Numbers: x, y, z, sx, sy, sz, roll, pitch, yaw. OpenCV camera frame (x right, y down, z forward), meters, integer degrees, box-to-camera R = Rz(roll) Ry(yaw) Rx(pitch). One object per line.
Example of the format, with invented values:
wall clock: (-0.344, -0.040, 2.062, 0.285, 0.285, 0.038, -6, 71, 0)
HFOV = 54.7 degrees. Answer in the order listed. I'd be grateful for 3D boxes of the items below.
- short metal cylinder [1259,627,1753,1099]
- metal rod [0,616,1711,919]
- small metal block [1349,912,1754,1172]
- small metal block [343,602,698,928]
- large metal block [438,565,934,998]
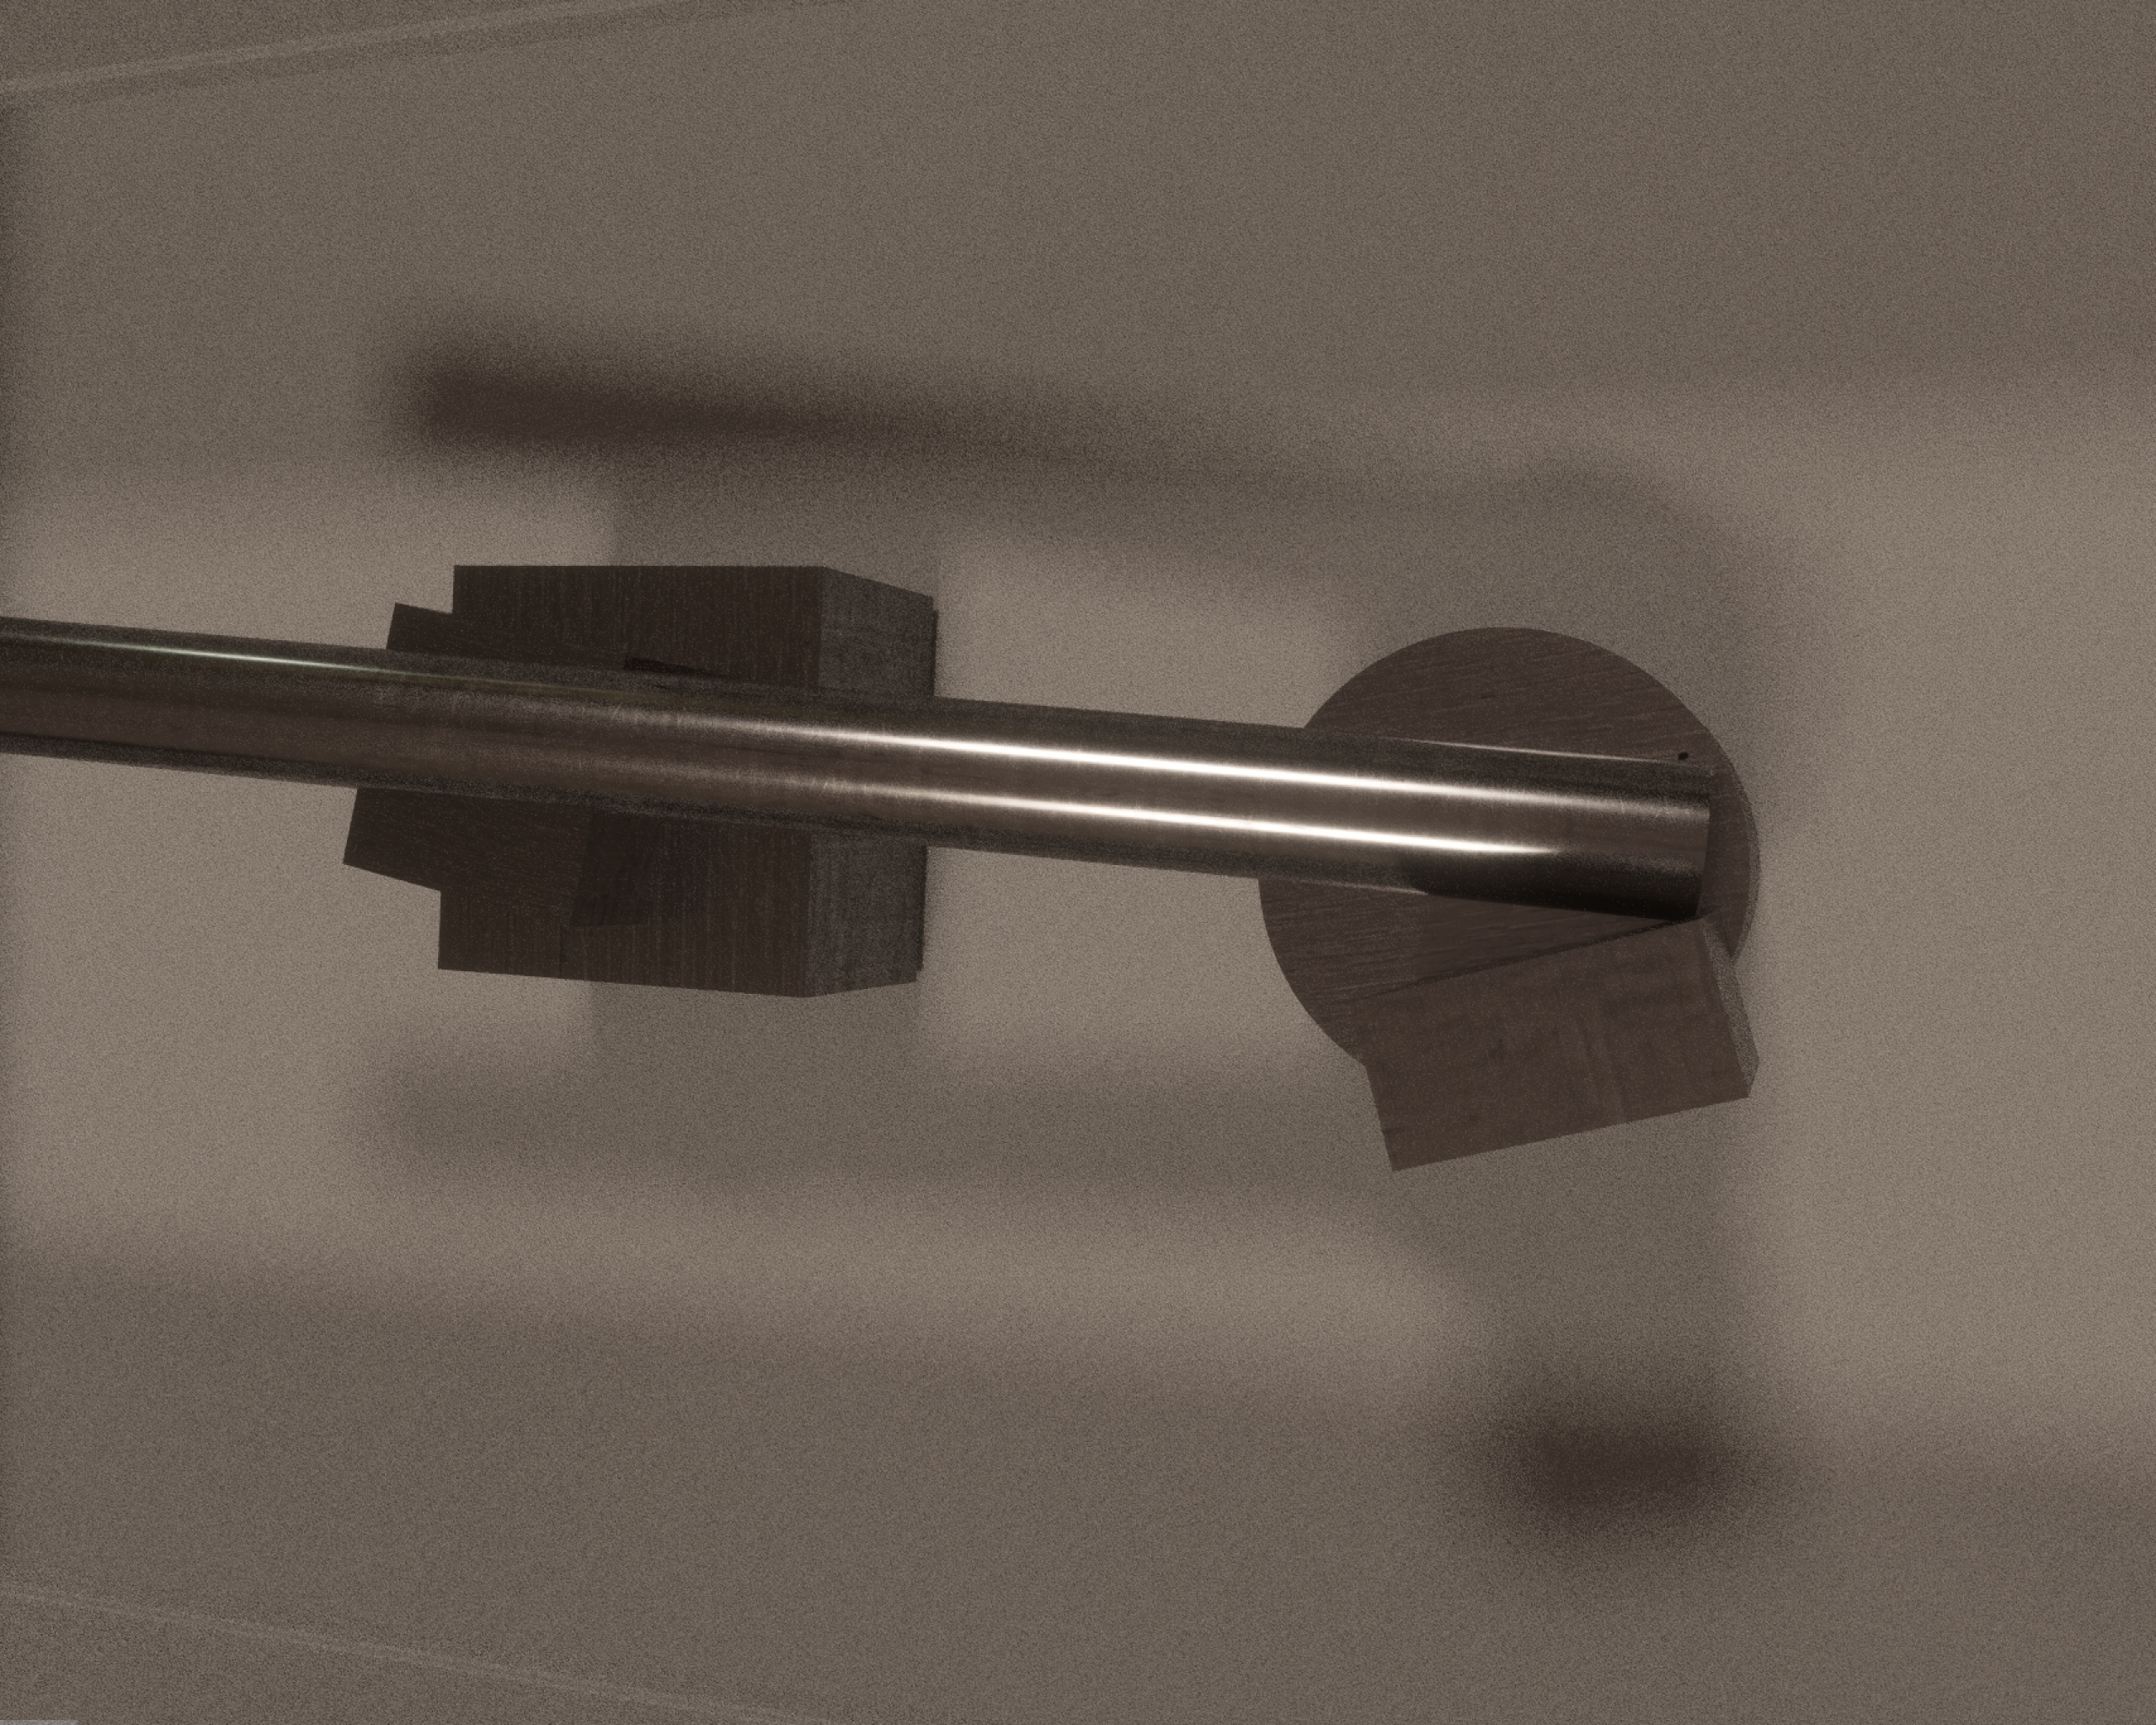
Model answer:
short metal cylinder: (0.077, 0.001, 0.368, 0.080, 0.050, 0.079, 0, 90, 19)
metal rod: (-0.051, -0.018, 0.351, 0.301, 0.025, 0.025, 6, 92, 11)
small metal block: (0.073, 0.026, 0.315, 0.050, 0.050, 0.025, -15, 85, 19)
small metal block: (-0.104, -0.018, 0.391, 0.050, 0.025, 0.050, 14, 94, 19)
large metal block: (-0.078, -0.017, 0.420, 0.080, 0.050, 0.079, 3, 91, 19)
